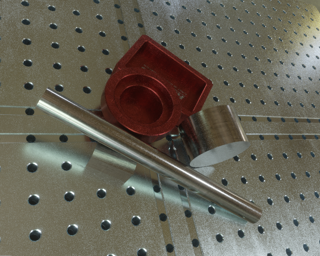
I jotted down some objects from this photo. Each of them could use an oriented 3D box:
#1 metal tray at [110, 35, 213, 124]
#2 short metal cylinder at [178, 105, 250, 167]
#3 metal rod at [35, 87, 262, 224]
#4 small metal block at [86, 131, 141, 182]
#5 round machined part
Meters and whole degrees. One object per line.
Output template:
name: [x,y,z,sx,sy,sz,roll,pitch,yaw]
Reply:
metal tray: [0.006,-0.068,0.450,0.130,0.030,0.090,34,51,-6]
short metal cylinder: [0.069,0.012,0.403,0.081,0.080,0.050,-4,64,-30]
metal rod: [0.004,0.042,0.360,0.301,0.025,0.025,31,51,-20]
small metal block: [-0.052,0.028,0.364,0.050,0.025,0.050,25,53,-13]
round machined part: [-0.026,-0.025,0.389,0.099,0.042,0.098,12,57,-19]
